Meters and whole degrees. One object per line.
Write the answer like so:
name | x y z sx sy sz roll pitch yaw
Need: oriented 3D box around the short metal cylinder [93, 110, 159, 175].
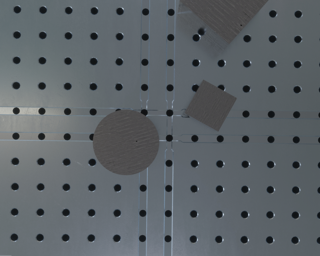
short metal cylinder | -0.041 0.017 0.400 0.081 0.050 0.079 0 90 0

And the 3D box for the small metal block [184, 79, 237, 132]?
small metal block | 0.066 -0.029 0.414 0.050 0.025 0.050 29 90 0

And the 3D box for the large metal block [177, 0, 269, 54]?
large metal block | 0.081 -0.158 0.401 0.080 0.050 0.080 42 90 0
